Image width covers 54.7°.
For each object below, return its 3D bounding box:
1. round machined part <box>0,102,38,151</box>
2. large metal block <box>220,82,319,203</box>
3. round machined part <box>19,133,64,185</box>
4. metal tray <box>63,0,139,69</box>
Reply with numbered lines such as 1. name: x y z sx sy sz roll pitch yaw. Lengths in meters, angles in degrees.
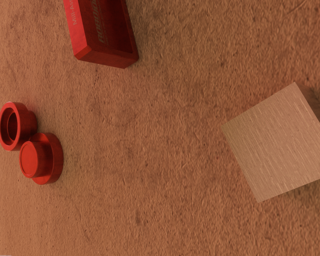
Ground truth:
1. round machined part: -0.284 -0.003 0.623 0.098 0.042 0.097 -1 89 40
2. large metal block: 0.118 0.014 0.291 0.080 0.050 0.080 -35 69 34
3. round machined part: -0.226 0.057 0.577 0.098 0.042 0.097 0 90 39
4. metal tray: -0.083 -0.152 0.428 0.030 0.091 0.129 -22 76 38
